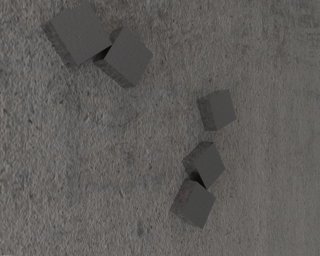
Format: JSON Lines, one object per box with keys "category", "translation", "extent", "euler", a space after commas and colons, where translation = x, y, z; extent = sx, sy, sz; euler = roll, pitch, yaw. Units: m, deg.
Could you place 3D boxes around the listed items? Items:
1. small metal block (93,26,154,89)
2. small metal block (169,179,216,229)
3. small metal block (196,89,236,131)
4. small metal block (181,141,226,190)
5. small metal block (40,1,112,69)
{"category": "small metal block", "translation": [-0.043, -0.083, 0.368], "extent": [0.050, 0.025, 0.050], "euler": [39, 66, -33]}
{"category": "small metal block", "translation": [0.048, 0.109, 0.445], "extent": [0.050, 0.025, 0.050], "euler": [43, 64, -32]}
{"category": "small metal block", "translation": [0.088, -0.028, 0.478], "extent": [0.050, 0.025, 0.050], "euler": [-27, 107, -37]}
{"category": "small metal block", "translation": [0.065, 0.055, 0.459], "extent": [0.050, 0.025, 0.050], "euler": [-40, 115, -33]}
{"category": "small metal block", "translation": [-0.088, -0.099, 0.331], "extent": [0.050, 0.025, 0.050], "euler": [-43, 116, -32]}
